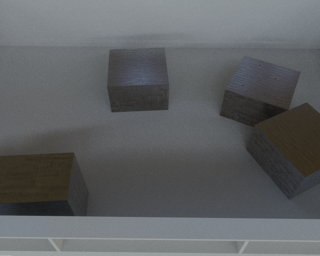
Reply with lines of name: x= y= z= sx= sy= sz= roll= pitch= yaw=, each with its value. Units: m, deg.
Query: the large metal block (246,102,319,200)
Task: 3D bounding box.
large metal block: x=0.165 y=0.025 z=0.369 sx=0.081 sy=0.050 sz=0.080 roll=-21 pitch=53 yaw=-17

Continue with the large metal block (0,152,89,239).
large metal block: x=-0.121 y=0.070 z=0.310 sx=0.081 sy=0.080 sz=0.050 roll=-3 pitch=50 yaw=-2

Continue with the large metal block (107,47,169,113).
large metal block: x=-0.031 y=-0.070 z=0.448 sx=0.081 sy=0.050 sz=0.080 roll=-3 pitch=50 yaw=-3

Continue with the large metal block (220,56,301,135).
large metal block: x=0.138 y=-0.047 z=0.429 sx=0.080 sy=0.050 sz=0.080 roll=21 pitch=53 yaw=17
